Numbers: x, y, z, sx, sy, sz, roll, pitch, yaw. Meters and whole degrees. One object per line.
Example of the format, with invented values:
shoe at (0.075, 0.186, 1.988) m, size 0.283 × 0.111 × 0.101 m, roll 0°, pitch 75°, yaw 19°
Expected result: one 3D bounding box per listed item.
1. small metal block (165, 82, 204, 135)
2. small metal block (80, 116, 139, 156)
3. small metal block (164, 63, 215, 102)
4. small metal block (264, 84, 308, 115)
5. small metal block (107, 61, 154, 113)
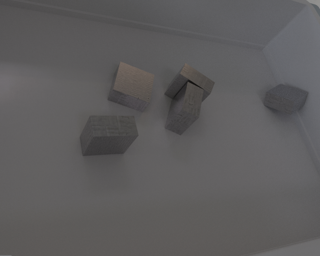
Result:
small metal block at (0.033, -0.026, 0.423) m, size 0.025 × 0.050 × 0.050 m, roll 25°, pitch 53°, yaw -13°
small metal block at (-0.059, 0.009, 0.352) m, size 0.050 × 0.050 × 0.025 m, roll -1°, pitch 62°, yaw -29°
small metal block at (0.042, -0.057, 0.447) m, size 0.050 × 0.050 × 0.025 m, roll 32°, pitch 52°, yaw -8°
small metal block at (0.218, -0.051, 0.538) m, size 0.050 × 0.025 × 0.050 m, roll -27°, pitch 42°, yaw -37°
small metal block at (-0.038, -0.055, 0.418) m, size 0.050 × 0.025 × 0.050 m, roll 19°, pitch 54°, yaw -17°
